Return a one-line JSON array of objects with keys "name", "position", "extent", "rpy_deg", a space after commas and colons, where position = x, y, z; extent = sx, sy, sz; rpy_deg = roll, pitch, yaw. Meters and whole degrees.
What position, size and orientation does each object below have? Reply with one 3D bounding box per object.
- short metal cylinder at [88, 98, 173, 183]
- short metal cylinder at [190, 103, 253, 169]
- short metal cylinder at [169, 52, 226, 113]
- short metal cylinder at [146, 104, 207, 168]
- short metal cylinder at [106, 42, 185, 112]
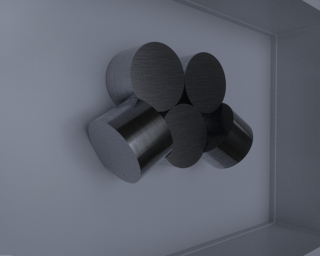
[{"name": "short metal cylinder", "position": [-0.033, 0.014, 0.341], "extent": [0.050, 0.080, 0.080], "rpy_deg": [-38, 113, -34]}, {"name": "short metal cylinder", "position": [0.082, 0.011, 0.437], "extent": [0.050, 0.080, 0.080], "rpy_deg": [37, 68, -34]}, {"name": "short metal cylinder", "position": [0.045, -0.060, 0.426], "extent": [0.081, 0.050, 0.080], "rpy_deg": [0, 90, -40]}, {"name": "short metal cylinder", "position": [0.015, 0.010, 0.401], "extent": [0.081, 0.050, 0.080], "rpy_deg": [0, 90, -40]}, {"name": "short metal cylinder", "position": [-0.017, -0.059, 0.374], "extent": [0.081, 0.050, 0.080], "rpy_deg": [0, 90, -40]}]
